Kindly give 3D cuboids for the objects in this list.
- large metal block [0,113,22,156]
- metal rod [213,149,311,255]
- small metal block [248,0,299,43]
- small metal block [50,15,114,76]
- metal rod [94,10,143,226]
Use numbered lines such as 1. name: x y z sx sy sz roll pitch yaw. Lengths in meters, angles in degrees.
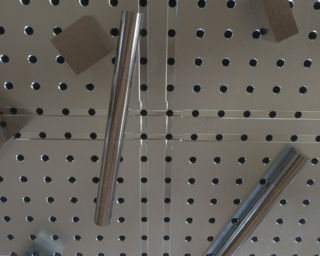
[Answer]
1. large metal block: -0.246 0.013 0.403 0.080 0.050 0.080 40 105 -13
2. metal rod: 0.125 0.159 0.472 0.025 0.025 0.298 27 108 -10
3. small metal block: 0.129 -0.128 0.354 0.025 0.050 0.050 -25 108 9
4. small metal block: -0.093 -0.100 0.376 0.050 0.025 0.050 -32 107 11
5. metal rod: -0.059 0.002 0.413 0.025 0.025 0.298 10 110 -4
